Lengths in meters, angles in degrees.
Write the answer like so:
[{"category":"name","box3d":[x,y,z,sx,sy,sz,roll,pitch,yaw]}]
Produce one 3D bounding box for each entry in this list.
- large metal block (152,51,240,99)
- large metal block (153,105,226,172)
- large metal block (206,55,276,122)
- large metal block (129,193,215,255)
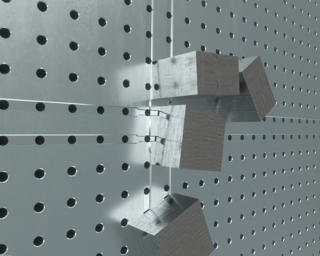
[{"category":"large metal block","box3d":[0.047,-0.066,0.412,0.081,0.080,0.050,-5,93,-40]},{"category":"large metal block","box3d":[0.042,0.016,0.427,0.081,0.050,0.080,11,83,-39]},{"category":"large metal block","box3d":[0.116,-0.056,0.469,0.050,0.080,0.080,-42,116,-32]},{"category":"large metal block","box3d":[0.018,0.144,0.407,0.081,0.050,0.080,-29,108,-36]}]
